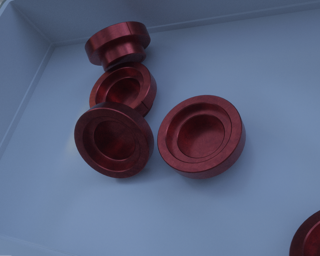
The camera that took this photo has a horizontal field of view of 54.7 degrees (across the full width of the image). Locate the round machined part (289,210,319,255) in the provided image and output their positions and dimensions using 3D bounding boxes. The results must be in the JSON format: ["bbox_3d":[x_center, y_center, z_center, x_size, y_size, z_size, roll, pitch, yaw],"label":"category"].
[{"bbox_3d":[0.154,0.105,0.232,0.098,0.042,0.098,-30,20,12],"label":"round machined part"}]

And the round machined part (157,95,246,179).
[{"bbox_3d":[0.050,0.013,0.360,0.098,0.042,0.098,-13,56,20],"label":"round machined part"}]

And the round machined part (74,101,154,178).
[{"bbox_3d":[-0.054,0.011,0.391,0.098,0.097,0.042,-9,23,23],"label":"round machined part"}]

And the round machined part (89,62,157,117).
[{"bbox_3d":[-0.048,-0.044,0.446,0.098,0.042,0.098,-13,56,20],"label":"round machined part"}]

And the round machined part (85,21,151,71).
[{"bbox_3d":[-0.059,-0.116,0.469,0.098,0.098,0.042,-23,85,14],"label":"round machined part"}]
